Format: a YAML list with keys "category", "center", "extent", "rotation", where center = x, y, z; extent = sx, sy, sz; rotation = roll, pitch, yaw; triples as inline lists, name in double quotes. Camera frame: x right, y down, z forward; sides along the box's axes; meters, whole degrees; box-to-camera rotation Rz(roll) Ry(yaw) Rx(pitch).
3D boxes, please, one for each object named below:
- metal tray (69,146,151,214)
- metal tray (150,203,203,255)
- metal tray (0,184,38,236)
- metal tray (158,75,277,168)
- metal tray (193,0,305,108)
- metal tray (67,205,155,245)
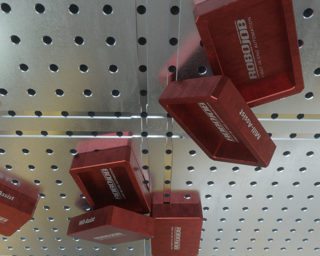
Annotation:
- category: "metal tray"
  center: [-0.072, 0.090, 0.483]
  extent: [0.090, 0.030, 0.129]
  rotation: [-10, 130, 8]
- category: "metal tray"
  center: [0.028, 0.190, 0.570]
  extent: [0.090, 0.030, 0.129]
  rotation: [-1, 130, 0]
- category: "metal tray"
  center: [-0.286, 0.128, 0.515]
  extent: [0.130, 0.030, 0.090]
  rotation: [35, 122, -26]
- category: "metal tray"
  center: [0.070, -0.004, 0.373]
  extent: [0.090, 0.030, 0.130]
  rotation: [2, 144, 50]
- category: "metal tray"
  center: [0.099, -0.083, 0.337]
  extent: [0.090, 0.030, 0.130]
  rotation: [-18, 128, 14]
- category: "metal tray"
  center: [-0.083, 0.166, 0.516]
  extent: [0.090, 0.030, 0.130]
  rotation: [28, 141, -33]
